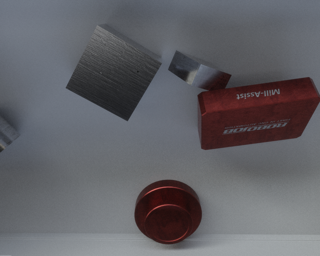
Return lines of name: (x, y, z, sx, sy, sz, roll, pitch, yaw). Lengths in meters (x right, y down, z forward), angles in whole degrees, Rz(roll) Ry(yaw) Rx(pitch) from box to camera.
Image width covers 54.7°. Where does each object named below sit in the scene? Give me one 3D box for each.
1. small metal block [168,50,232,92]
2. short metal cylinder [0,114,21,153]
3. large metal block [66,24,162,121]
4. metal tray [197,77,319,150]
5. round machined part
small metal block: (0.046, -0.066, 0.365, 0.050, 0.050, 0.025, 9, 113, -37)
short metal cylinder: (-0.224, 0.017, 0.385, 0.080, 0.080, 0.050, -36, 107, 12)
large metal block: (-0.053, -0.068, 0.372, 0.080, 0.050, 0.080, 29, 107, -11)
metal tray: (0.113, -0.014, 0.379, 0.131, 0.030, 0.090, -8, 148, 2)
round machined part: (0.012, 0.128, 0.450, 0.099, 0.042, 0.097, 0, 110, -1)
